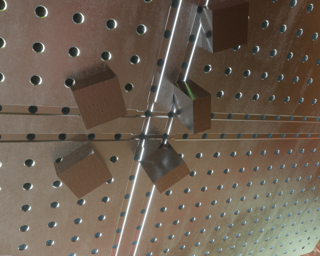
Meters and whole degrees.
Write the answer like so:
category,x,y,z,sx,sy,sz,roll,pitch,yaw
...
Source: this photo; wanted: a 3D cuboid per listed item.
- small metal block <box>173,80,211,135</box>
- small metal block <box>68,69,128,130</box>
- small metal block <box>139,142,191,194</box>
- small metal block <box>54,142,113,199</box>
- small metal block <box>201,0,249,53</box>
category,x,y,z,sx,sy,sz,roll,pitch,yaw
small metal block,0.042,-0.028,0.400,0.025,0.050,0.050,-19,126,-18
small metal block,-0.070,-0.033,0.352,0.050,0.025,0.050,-22,127,-15
small metal block,0.006,0.054,0.431,0.050,0.050,0.025,-34,129,-6
small metal block,-0.096,0.054,0.392,0.050,0.025,0.050,-32,129,-7
small metal block,0.079,-0.124,0.377,0.050,0.025,0.050,-19,126,-17
